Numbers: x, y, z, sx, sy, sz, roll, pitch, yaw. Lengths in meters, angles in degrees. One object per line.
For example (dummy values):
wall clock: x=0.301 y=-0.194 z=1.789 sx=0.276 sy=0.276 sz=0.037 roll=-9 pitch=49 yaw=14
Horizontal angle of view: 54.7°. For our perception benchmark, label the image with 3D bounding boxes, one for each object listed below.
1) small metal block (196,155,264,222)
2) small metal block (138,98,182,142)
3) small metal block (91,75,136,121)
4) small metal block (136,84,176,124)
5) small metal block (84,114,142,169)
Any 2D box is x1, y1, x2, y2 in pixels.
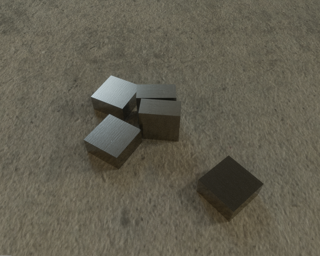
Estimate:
small metal block: x=0.078 y=0.067 z=0.348 sx=0.050 sy=0.025 sz=0.050 roll=-34 pitch=58 yaw=-25
small metal block: x=0.000 y=-0.010 z=0.395 sx=0.050 sy=0.050 sz=0.025 roll=4 pitch=50 yaw=3
small metal block: x=-0.060 y=-0.043 z=0.439 sx=0.050 sy=0.025 sz=0.050 roll=22 pitch=53 yaw=17
small metal block: x=-0.005 y=-0.031 z=0.413 sx=0.050 sy=0.050 sz=0.025 roll=-1 pitch=50 yaw=-1
small metal block: x=-0.058 y=0.016 z=0.389 sx=0.050 sy=0.025 sz=0.050 roll=26 pitch=54 yaw=20
